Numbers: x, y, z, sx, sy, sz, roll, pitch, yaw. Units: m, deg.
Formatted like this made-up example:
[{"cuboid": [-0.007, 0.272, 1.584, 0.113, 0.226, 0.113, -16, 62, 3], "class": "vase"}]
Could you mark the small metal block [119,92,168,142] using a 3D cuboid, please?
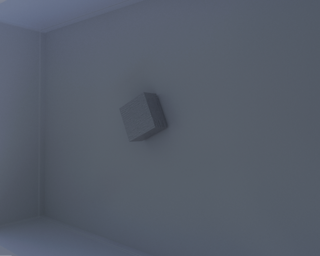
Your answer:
[{"cuboid": [-0.023, -0.014, 0.419, 0.050, 0.025, 0.050, -29, 72, 36], "class": "small metal block"}]
